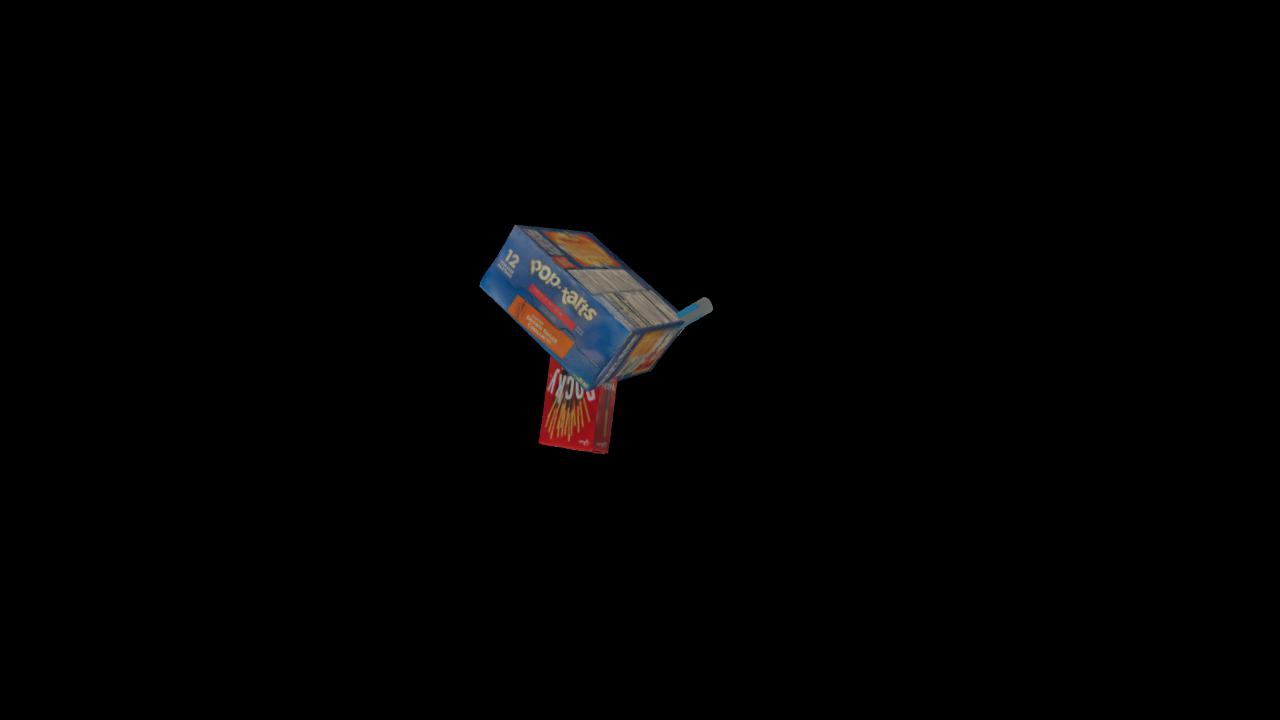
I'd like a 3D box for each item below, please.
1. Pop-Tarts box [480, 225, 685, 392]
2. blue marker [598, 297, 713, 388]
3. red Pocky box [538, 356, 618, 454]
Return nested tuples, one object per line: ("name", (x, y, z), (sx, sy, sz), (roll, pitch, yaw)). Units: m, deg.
("Pop-Tarts box", (-0.055, -0.059, 0.655), (0.167, 0.083, 0.141), (42, 24, 16))
("blue marker", (0.027, -0.033, 0.665), (0.121, 0.020, 0.020), (-30, 11, -20))
("red Pocky box", (-0.060, 0.016, 0.637), (0.083, 0.155, 0.028), (1, -9, 40))
